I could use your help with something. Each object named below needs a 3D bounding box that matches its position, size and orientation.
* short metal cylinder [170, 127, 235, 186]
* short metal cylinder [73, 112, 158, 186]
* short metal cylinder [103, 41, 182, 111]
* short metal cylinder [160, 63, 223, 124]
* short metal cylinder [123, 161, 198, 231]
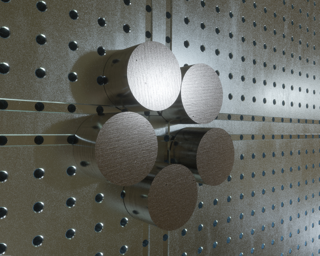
[{"bbox_3d":[0.061,0.039,0.443,0.081,0.050,0.079,-2,93,-40],"label":"short metal cylinder"},{"bbox_3d":[-0.049,0.022,0.351,0.081,0.050,0.079,-1,91,-40],"label":"short metal cylinder"},{"bbox_3d":[-0.020,-0.060,0.375,0.081,0.050,0.079,0,91,-40],"label":"short metal cylinder"},{"bbox_3d":[0.041,-0.045,0.425,0.081,0.050,0.079,0,91,-40],"label":"short metal cylinder"},{"bbox_3d":[0.002,0.083,0.392,0.081,0.050,0.080,0,90,-39],"label":"short metal cylinder"}]
